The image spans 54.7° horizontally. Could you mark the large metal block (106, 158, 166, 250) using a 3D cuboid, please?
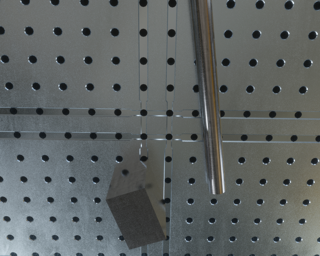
[{"bbox_3d":[-0.029,0.100,0.421,0.050,0.080,0.080,-18,109,6],"label":"large metal block"}]

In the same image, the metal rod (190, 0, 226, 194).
[{"bbox_3d":[0.062,-0.050,0.395,0.025,0.025,0.298,-8,110,3],"label":"metal rod"}]
